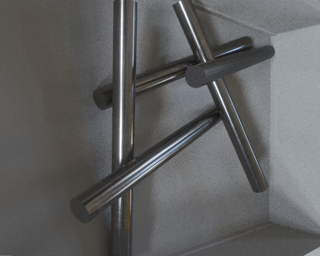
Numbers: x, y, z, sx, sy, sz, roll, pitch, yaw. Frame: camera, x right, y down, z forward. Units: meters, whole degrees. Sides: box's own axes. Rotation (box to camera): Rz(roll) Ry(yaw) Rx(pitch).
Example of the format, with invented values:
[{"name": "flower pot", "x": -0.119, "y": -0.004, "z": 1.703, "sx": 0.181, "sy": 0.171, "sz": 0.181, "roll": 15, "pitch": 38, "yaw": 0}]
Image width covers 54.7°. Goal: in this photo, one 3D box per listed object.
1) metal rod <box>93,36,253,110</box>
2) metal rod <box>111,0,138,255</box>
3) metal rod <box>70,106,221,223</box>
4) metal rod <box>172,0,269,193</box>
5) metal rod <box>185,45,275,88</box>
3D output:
[{"name": "metal rod", "x": 0.040, "y": -0.088, "z": 0.439, "sx": 0.302, "sy": 0.025, "sz": 0.025, "roll": -28, "pitch": 108, "yaw": -37}, {"name": "metal rod", "x": -0.041, "y": 0.016, "z": 0.347, "sx": 0.025, "sy": 0.025, "sz": 0.298, "roll": -5, "pitch": 101, "yaw": -40}, {"name": "metal rod", "x": 0.017, "y": 0.020, "z": 0.383, "sx": 0.302, "sy": 0.025, "sz": 0.025, "roll": -31, "pitch": 110, "yaw": -48}, {"name": "metal rod", "x": 0.092, "y": -0.036, "z": 0.442, "sx": 0.025, "sy": 0.025, "sz": 0.299, "roll": -37, "pitch": 108, "yaw": -34}, {"name": "metal rod", "x": 0.119, "y": -0.098, "z": 0.456, "sx": 0.302, "sy": 0.025, "sz": 0.025, "roll": -28, "pitch": 108, "yaw": -53}]
